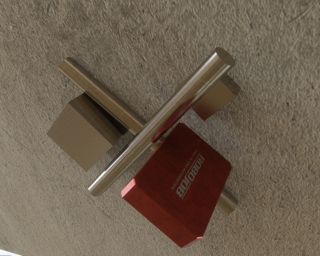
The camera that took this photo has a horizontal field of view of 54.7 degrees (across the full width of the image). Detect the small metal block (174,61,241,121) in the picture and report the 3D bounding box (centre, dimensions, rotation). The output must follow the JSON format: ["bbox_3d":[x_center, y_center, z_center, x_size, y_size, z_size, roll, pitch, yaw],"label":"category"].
[{"bbox_3d":[0.054,-0.044,0.352,0.050,0.025,0.050,46,129,-4],"label":"small metal block"}]

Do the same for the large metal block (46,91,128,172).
[{"bbox_3d":[-0.103,0.004,0.445,0.080,0.050,0.080,45,129,-4],"label":"large metal block"}]

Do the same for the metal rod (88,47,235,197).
[{"bbox_3d":[-0.019,0.014,0.392,0.025,0.025,0.298,43,129,-2],"label":"metal rod"}]

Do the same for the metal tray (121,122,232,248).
[{"bbox_3d":[0.026,0.059,0.361,0.090,0.131,0.030,41,130,0],"label":"metal tray"}]

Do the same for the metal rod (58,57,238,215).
[{"bbox_3d":[-0.015,0.011,0.422,0.300,0.025,0.025,41,129,0],"label":"metal rod"}]
